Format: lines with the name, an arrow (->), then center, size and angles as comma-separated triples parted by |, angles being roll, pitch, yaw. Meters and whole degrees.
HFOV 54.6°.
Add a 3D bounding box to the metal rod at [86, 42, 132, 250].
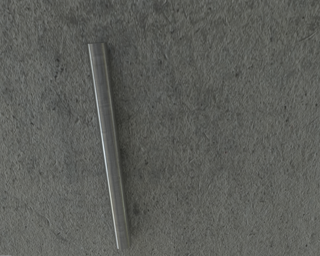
metal rod -> -0.066, 0.037, 0.422 | 0.025, 0.025, 0.298 | -4, 110, 1
